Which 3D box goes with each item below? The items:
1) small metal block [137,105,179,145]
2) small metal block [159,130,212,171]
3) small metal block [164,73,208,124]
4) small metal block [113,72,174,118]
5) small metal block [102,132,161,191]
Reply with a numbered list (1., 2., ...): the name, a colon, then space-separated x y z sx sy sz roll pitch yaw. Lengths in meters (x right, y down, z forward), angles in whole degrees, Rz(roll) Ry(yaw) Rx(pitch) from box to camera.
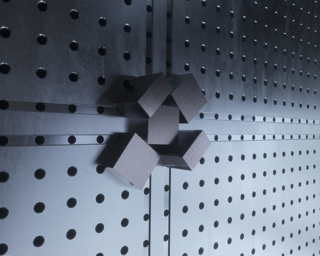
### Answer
1. small metal block: -0.002 -0.004 0.405 0.050 0.025 0.050 4 86 -39
2. small metal block: 0.033 0.029 0.419 0.050 0.050 0.025 -50 119 -28
3. small metal block: 0.034 -0.041 0.436 0.050 0.025 0.050 -47 118 -29
4. small metal block: -0.020 -0.039 0.374 0.025 0.050 0.050 52 60 -28
5. small metal block: -0.034 0.040 0.379 0.050 0.025 0.050 46 62 -31
